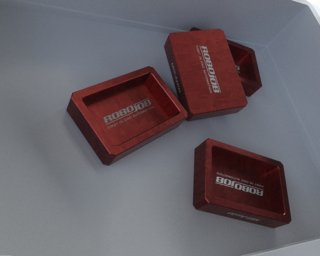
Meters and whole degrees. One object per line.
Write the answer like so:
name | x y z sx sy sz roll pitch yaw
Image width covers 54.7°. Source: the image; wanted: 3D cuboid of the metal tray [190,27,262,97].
metal tray | 0.106 -0.111 0.526 0.131 0.030 0.090 13 56 -21

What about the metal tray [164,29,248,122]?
metal tray | 0.066 -0.081 0.460 0.091 0.030 0.129 -10 75 -16

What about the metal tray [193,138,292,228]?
metal tray | 0.109 0.075 0.415 0.131 0.030 0.090 18 55 -18

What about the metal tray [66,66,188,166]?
metal tray | -0.038 -0.021 0.394 0.131 0.030 0.090 -28 77 -37
